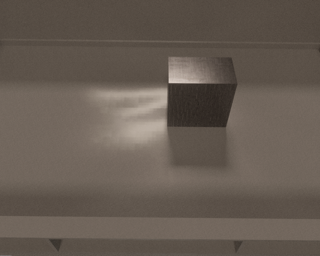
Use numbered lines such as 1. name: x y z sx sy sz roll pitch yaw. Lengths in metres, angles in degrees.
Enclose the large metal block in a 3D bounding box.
1. large metal block: 0.051 -0.046 0.409 0.081 0.080 0.050 1 50 0
